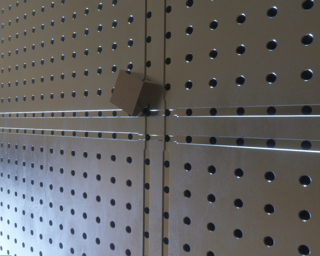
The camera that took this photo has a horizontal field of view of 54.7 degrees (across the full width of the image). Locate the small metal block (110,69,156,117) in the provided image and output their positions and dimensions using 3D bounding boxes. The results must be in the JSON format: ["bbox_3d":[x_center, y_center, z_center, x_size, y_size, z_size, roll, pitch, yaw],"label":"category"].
[{"bbox_3d":[-0.039,-0.050,0.440,0.050,0.025,0.050,32,110,35],"label":"small metal block"}]
